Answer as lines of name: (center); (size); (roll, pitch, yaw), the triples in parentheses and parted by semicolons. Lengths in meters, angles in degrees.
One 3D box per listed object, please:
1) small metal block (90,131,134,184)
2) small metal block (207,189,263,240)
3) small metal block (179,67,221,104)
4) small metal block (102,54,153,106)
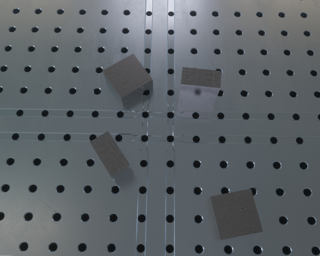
small metal block: (-0.059, 0.038, 0.384); (0.025, 0.050, 0.050); (-32, 73, -11)
small metal block: (0.089, 0.104, 0.374); (0.050, 0.025, 0.050); (-10, 70, -4)
small metal block: (0.053, -0.056, 0.419); (0.050, 0.050, 0.025); (6, 70, 2)
small metal block: (-0.045, -0.068, 0.437); (0.050, 0.025, 0.050); (-32, 73, -11)
